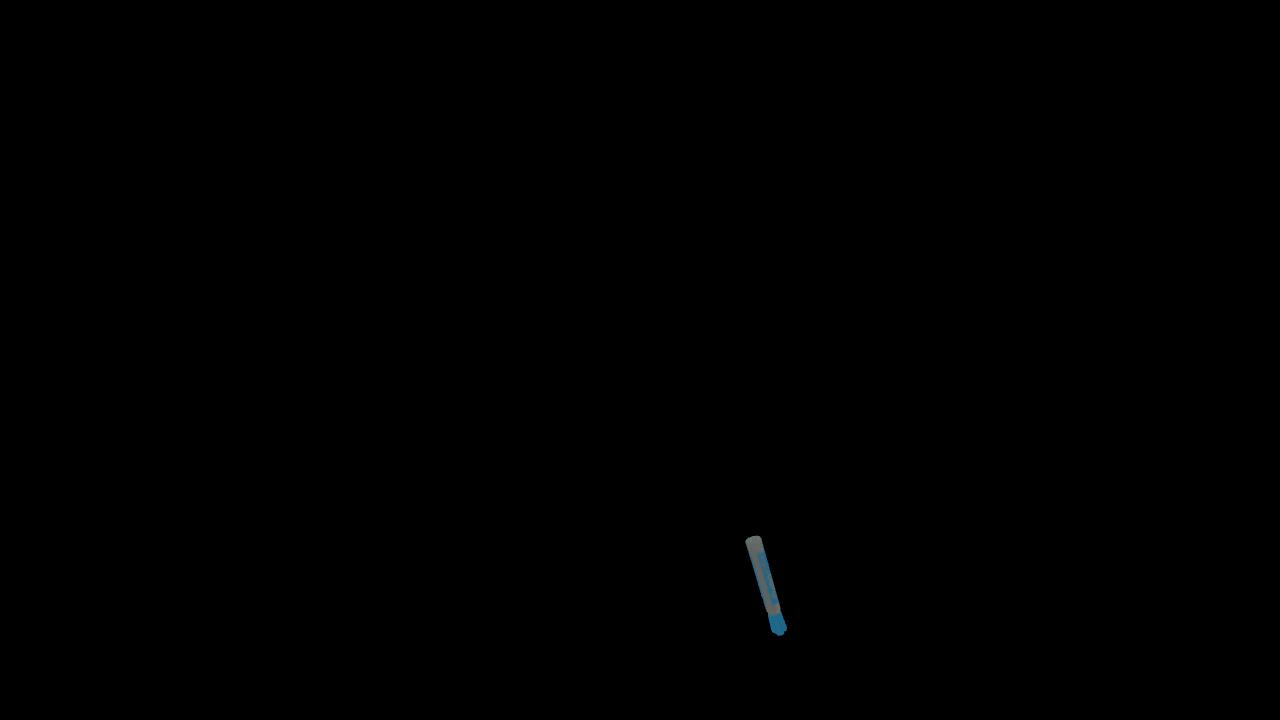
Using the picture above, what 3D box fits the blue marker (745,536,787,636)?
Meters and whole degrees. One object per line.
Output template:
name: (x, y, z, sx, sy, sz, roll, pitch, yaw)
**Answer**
blue marker: (0.148, 0.265, 0.717, 0.020, 0.121, 0.020, -16, 6, 2)
